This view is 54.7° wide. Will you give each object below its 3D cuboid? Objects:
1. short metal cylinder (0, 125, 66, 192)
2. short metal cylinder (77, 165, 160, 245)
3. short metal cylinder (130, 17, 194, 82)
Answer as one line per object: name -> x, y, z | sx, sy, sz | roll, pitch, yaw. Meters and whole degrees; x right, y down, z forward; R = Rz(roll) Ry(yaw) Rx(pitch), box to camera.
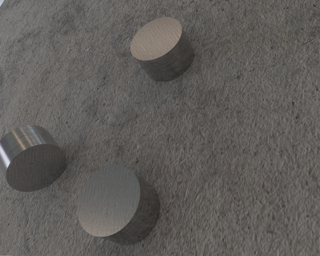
short metal cylinder -> -0.181, 0.043, 0.438 | 0.080, 0.080, 0.050 | -46, 51, -4
short metal cylinder -> -0.047, 0.089, 0.358 | 0.080, 0.050, 0.080 | -13, 56, 21
short metal cylinder -> 0.004, -0.115, 0.457 | 0.080, 0.050, 0.080 | -13, 56, 21
